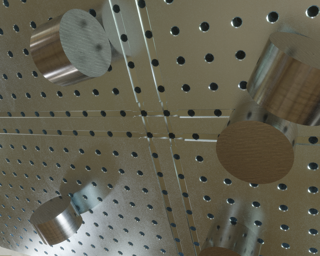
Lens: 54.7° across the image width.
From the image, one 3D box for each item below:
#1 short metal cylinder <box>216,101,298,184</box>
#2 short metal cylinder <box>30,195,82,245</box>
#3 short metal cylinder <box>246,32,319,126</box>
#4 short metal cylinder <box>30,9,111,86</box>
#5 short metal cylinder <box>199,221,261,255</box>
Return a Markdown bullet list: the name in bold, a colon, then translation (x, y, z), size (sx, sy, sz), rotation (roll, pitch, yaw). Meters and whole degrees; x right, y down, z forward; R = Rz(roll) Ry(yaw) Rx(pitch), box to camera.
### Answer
- **short metal cylinder**: translation (0.109, 0.015, 0.347), size (0.080, 0.050, 0.079), rotation (13, 124, 21)
- **short metal cylinder**: translation (-0.195, 0.173, 0.586), size (0.080, 0.080, 0.050), rotation (-8, 114, 32)
- **short metal cylinder**: translation (0.127, -0.046, 0.280), size (0.080, 0.080, 0.050), rotation (26, 128, 12)
- **short metal cylinder**: translation (-0.105, -0.095, 0.372), size (0.050, 0.080, 0.080), rotation (-10, 114, 32)
- **short metal cylinder**: translation (0.103, 0.184, 0.455), size (0.080, 0.050, 0.079), rotation (13, 124, 21)
